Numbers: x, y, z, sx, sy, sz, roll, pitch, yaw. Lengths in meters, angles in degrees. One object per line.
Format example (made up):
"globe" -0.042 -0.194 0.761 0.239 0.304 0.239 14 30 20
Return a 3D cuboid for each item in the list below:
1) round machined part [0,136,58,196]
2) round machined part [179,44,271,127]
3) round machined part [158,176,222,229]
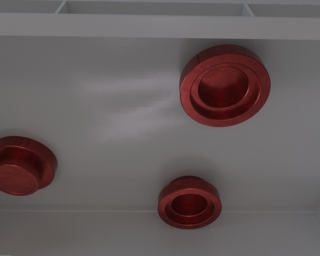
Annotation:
"round machined part" -0.204 0.061 0.448 0.099 0.042 0.097 0 130 0
"round machined part" 0.071 -0.051 0.355 0.099 0.042 0.097 0 130 0
"round machined part" 0.046 0.114 0.493 0.099 0.042 0.097 0 127 0
